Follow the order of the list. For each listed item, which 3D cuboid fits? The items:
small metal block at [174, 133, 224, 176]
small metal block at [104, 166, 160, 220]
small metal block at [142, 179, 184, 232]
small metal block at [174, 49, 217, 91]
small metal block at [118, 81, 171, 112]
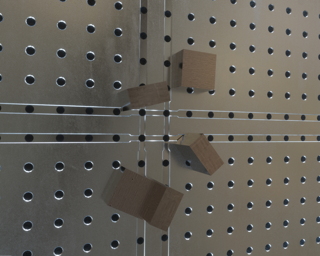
[{"bbox_3d":[0.052,0.034,0.420,0.025,0.050,0.050,-40,103,-16],"label":"small metal block"},{"bbox_3d":[-0.037,0.083,0.400,0.050,0.025,0.050,28,80,-18],"label":"small metal block"},{"bbox_3d":[0.000,0.098,0.401,0.025,0.050,0.050,29,81,-19],"label":"small metal block"},{"bbox_3d":[0.049,-0.079,0.432,0.050,0.025,0.050,4,89,-20],"label":"small metal block"},{"bbox_3d":[-0.021,-0.039,0.392,0.050,0.050,0.025,-14,95,-20],"label":"small metal block"}]
